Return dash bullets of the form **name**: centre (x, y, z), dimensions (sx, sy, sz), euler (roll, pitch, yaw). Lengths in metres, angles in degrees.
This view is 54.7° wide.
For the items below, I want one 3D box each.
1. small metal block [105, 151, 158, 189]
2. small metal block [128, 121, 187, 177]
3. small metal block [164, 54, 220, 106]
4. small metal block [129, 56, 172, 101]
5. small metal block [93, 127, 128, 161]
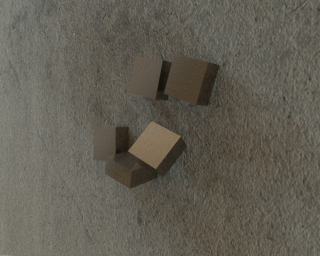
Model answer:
- **small metal block**: centre (-0.038, 0.054, 0.418), dimensions (0.050, 0.050, 0.025), euler (22, 113, 38)
- **small metal block**: centre (-0.003, 0.026, 0.392), dimensions (0.050, 0.025, 0.050), euler (28, 73, 36)
- **small metal block**: centre (0.037, -0.058, 0.374), dimensions (0.050, 0.025, 0.050), euler (24, 105, 37)
- **small metal block**: centre (-0.012, -0.067, 0.415), dimensions (0.050, 0.025, 0.050), euler (18, 102, 38)
- **small metal block**: centre (-0.074, 0.024, 0.467), dimensions (0.050, 0.025, 0.050), euler (-1, 90, 40)
